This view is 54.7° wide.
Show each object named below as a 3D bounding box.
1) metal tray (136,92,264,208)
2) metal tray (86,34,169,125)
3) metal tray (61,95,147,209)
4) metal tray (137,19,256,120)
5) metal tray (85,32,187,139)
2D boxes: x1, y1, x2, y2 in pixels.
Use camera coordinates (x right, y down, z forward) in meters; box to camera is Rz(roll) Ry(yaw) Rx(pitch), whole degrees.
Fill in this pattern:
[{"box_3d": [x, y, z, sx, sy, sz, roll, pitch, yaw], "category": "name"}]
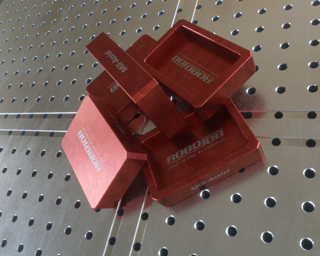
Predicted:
[{"box_3d": [0.041, 0.024, 0.366, 0.130, 0.030, 0.090, -29, 52, 9], "category": "metal tray"}, {"box_3d": [-0.040, -0.074, 0.469, 0.130, 0.030, 0.090, -43, 51, -2], "category": "metal tray"}, {"box_3d": [-0.078, 0.028, 0.403, 0.090, 0.030, 0.130, -57, 48, 20], "category": "metal tray"}, {"box_3d": [0.041, -0.079, 0.392, 0.090, 0.030, 0.130, -45, 51, -4], "category": "metal tray"}, {"box_3d": [-0.030, -0.052, 0.373, 0.030, 0.090, 0.130, -42, 51, 0], "category": "metal tray"}]
